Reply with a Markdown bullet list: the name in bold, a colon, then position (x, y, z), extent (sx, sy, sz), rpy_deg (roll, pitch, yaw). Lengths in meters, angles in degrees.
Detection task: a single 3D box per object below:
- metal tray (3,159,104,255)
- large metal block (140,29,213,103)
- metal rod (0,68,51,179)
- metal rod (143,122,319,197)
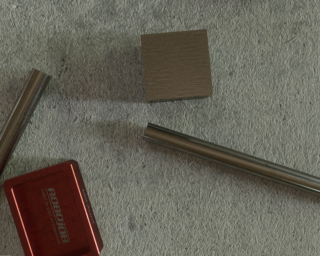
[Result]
- **metal tray**: position (-0.137, 0.116, 0.405), extent (0.090, 0.030, 0.129), rpy_deg (-17, 90, -1)
- **large metal block**: position (0.020, -0.076, 0.398), extent (0.081, 0.050, 0.079), rpy_deg (-5, 90, -1)
- **metal rod**: position (-0.222, 0.060, 0.407), extent (0.025, 0.025, 0.299), rpy_deg (27, 90, -1)
- **metal rod**: position (0.125, 0.050, 0.411), extent (0.302, 0.025, 0.025), rpy_deg (18, 90, -1)
